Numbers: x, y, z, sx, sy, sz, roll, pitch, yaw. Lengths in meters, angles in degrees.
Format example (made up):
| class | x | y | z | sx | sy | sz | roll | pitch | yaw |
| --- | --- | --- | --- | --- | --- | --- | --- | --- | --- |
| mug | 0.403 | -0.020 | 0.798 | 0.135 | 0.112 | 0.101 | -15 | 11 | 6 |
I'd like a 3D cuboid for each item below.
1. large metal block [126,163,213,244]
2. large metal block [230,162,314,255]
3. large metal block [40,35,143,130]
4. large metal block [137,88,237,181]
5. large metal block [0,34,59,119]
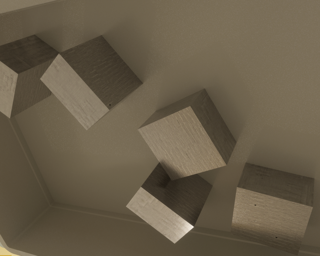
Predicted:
| class | x | y | z | sx | sy | sz | roll | pitch | yaw |
| --- | --- | --- | --- | --- | --- | --- | --- | --- | --- |
| large metal block | 0.015 | 0.092 | 0.423 | 0.080 | 0.080 | 0.050 | 37 | 129 | 3 |
| large metal block | 0.136 | 0.098 | 0.381 | 0.080 | 0.050 | 0.079 | 12 | 124 | 21 |
| large metal block | -0.081 | -0.057 | 0.380 | 0.080 | 0.080 | 0.050 | 49 | 129 | -7 |
| large metal block | 0.034 | 0.010 | 0.381 | 0.080 | 0.050 | 0.080 | -23 | 106 | 36 |
| large metal block | -0.191 | -0.072 | 0.429 | 0.050 | 0.080 | 0.079 | 36 | 129 | 4 |
